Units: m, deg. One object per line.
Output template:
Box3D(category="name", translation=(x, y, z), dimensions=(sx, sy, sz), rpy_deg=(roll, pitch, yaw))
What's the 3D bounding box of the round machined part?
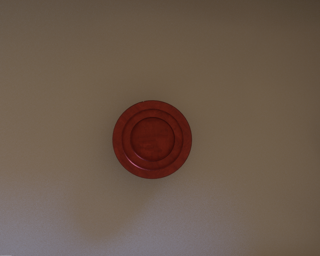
Box3D(category="round machined part", translation=(-0.010, 0.014, 0.403), dimensions=(0.099, 0.042, 0.097), rpy_deg=(0, 90, 0))
